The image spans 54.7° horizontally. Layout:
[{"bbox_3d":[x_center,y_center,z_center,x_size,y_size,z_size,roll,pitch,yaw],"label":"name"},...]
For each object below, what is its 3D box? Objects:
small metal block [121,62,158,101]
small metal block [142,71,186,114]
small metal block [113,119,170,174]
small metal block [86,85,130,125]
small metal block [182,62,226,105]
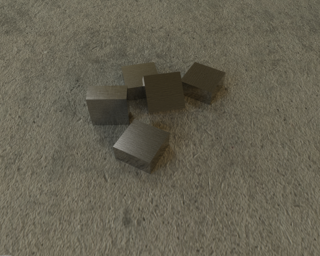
[{"bbox_3d":[-0.028,-0.070,0.462,0.050,0.025,0.050,-10,51,-8],"label":"small metal block"},{"bbox_3d":[0.005,-0.048,0.427,0.050,0.025,0.050,-8,89,-7],"label":"small metal block"},{"bbox_3d":[-0.022,0.022,0.384,0.050,0.025,0.050,22,53,17],"label":"small metal block"},{"bbox_3d":[-0.067,-0.029,0.411,0.050,0.050,0.025,-1,50,-1],"label":"small metal block"},{"bbox_3d":[0.063,-0.067,0.460,0.050,0.025,0.050,24,54,18],"label":"small metal block"}]
